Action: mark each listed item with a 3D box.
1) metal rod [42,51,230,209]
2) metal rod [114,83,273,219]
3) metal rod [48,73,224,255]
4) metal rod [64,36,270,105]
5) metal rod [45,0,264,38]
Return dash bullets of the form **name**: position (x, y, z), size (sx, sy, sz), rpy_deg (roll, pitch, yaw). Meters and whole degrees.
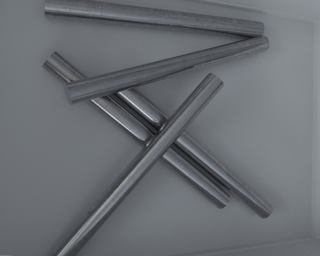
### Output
- **metal rod**: position (-0.019, 0.012, 0.404), size (0.300, 0.025, 0.025), rpy_deg (40, 77, -16)
- **metal rod**: position (0.051, 0.034, 0.430), size (0.300, 0.025, 0.025), rpy_deg (40, 77, -16)
- **metal rod**: position (-0.027, 0.050, 0.379), size (0.025, 0.025, 0.300), rpy_deg (43, 84, -16)
- **metal rod**: position (0.027, -0.082, 0.404), size (0.302, 0.025, 0.025), rpy_deg (-19, 97, -25)
- **metal rod**: position (0.007, -0.145, 0.413), size (0.303, 0.025, 0.025), rpy_deg (-1, 91, -21)
